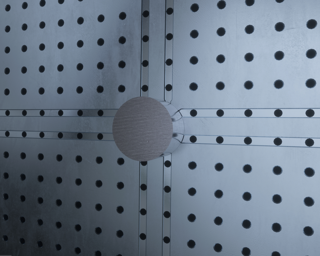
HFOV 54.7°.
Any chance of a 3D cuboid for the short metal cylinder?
[{"bbox_3d":[-0.014,0.001,0.403,0.080,0.050,0.079,0,90,19],"label":"short metal cylinder"}]
